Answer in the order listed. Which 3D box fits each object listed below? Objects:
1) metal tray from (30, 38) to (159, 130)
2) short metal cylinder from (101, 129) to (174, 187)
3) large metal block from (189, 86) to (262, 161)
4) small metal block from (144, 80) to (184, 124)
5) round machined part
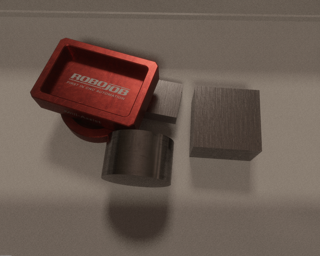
[{"bbox_3d":[-0.076,-0.052,0.379,0.131,0.030,0.090,17,68,9],"label":"metal tray"},{"bbox_3d":[-0.025,0.039,0.366,0.080,0.080,0.050,5,71,1],"label":"short metal cylinder"},{"bbox_3d":[0.082,-0.005,0.399,0.081,0.050,0.080,4,70,1],"label":"large metal block"},{"bbox_3d":[0.002,-0.037,0.423,0.050,0.025,0.050,11,70,3],"label":"small metal block"},{"bbox_3d":[-0.076,-0.026,0.407,0.099,0.042,0.098,0,67,1],"label":"round machined part"}]
